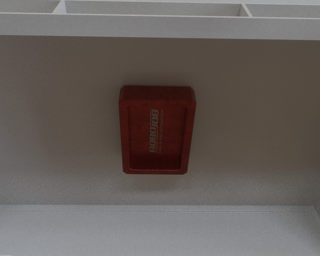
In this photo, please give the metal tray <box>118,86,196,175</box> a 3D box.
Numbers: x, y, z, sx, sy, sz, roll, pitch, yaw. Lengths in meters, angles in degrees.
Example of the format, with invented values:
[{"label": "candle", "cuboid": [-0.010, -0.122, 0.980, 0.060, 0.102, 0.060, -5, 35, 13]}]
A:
[{"label": "metal tray", "cuboid": [-0.005, 0.007, 0.408, 0.091, 0.030, 0.129, 1, 130, -2]}]
